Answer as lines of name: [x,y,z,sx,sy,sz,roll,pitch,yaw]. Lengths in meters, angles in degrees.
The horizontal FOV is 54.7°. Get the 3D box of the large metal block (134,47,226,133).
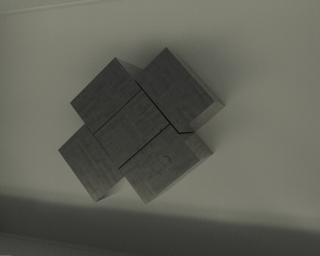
large metal block: [0.027,-0.042,0.370,0.050,0.080,0.080,-42,77,15]

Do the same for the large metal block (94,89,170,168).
large metal block: [-0.020,0.001,0.387,0.080,0.080,0.050,-42,77,15]

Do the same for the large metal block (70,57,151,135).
large metal block: [-0.051,-0.037,0.397,0.080,0.080,0.050,-42,77,15]

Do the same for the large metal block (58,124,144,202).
large metal block: [-0.070,0.041,0.404,0.050,0.080,0.080,-42,77,15]

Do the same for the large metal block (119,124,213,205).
large metal block: [0.011,0.040,0.376,0.080,0.080,0.050,-42,77,15]
